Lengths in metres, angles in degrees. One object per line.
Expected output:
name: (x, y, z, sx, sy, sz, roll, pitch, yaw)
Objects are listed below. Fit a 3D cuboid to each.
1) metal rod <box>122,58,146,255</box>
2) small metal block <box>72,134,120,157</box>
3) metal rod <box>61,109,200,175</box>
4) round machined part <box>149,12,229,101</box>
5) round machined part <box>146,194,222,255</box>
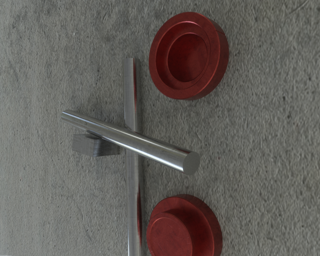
metal rod: (-0.036, 0.053, 0.434, 0.025, 0.025, 0.298, -3, 88, 40)
small metal block: (-0.096, 0.025, 0.468, 0.050, 0.050, 0.025, 11, 97, 39)
metal rod: (-0.064, 0.008, 0.426, 0.300, 0.025, 0.025, 16, 101, 48)
round machined part: (0.037, -0.081, 0.363, 0.098, 0.042, 0.097, 0, 90, 40)
round machined part: (0.022, 0.133, 0.376, 0.098, 0.042, 0.097, 0, 90, 40)
